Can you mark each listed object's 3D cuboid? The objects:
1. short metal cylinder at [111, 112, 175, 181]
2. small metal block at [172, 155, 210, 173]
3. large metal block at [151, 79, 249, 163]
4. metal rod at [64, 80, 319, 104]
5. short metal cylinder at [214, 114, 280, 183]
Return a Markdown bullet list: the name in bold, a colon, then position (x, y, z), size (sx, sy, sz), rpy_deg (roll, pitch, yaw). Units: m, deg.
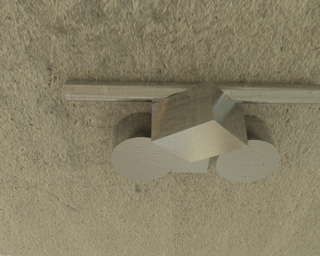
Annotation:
- **short metal cylinder**: position (-0.022, 0.025, 0.413), size (0.081, 0.050, 0.079), rpy_deg (0, 130, 0)
- **small metal block**: position (0.043, 0.038, 0.442), size (0.050, 0.025, 0.050), rpy_deg (1, 130, -2)
- **large metal block**: position (0.047, -0.003, 0.367), size (0.080, 0.050, 0.080), rpy_deg (-21, 145, 33)
- **metal rod**: position (0.041, -0.043, 0.372), size (0.302, 0.025, 0.025), rpy_deg (1, 130, -1)
- **short metal cylinder**: position (0.113, 0.028, 0.417), size (0.081, 0.050, 0.079), rpy_deg (0, 130, 0)
